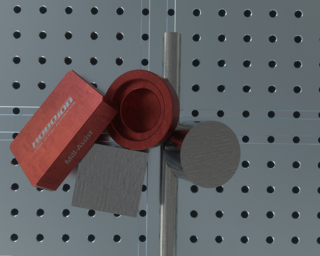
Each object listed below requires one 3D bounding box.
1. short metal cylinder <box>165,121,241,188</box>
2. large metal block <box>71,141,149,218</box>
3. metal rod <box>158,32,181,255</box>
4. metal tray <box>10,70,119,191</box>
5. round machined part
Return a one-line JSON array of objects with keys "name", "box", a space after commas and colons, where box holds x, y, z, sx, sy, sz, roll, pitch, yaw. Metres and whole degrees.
[{"name": "short metal cylinder", "box": [0.052, 0.031, 0.388, 0.081, 0.050, 0.079, 0, 90, -20]}, {"name": "large metal block", "box": [-0.061, 0.062, 0.400, 0.080, 0.050, 0.080, 10, 90, 0]}, {"name": "metal rod", "box": [0.013, 0.024, 0.414, 0.025, 0.025, 0.298, 1, 90, 0]}, {"name": "metal tray", "box": [-0.121, 0.001, 0.385, 0.130, 0.030, 0.090, -52, 52, 0]}, {"name": "round machined part", "box": [-0.020, -0.022, 0.392, 0.098, 0.042, 0.097, 0, 89, 25]}]
